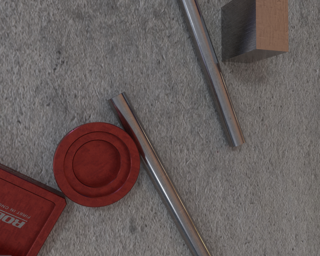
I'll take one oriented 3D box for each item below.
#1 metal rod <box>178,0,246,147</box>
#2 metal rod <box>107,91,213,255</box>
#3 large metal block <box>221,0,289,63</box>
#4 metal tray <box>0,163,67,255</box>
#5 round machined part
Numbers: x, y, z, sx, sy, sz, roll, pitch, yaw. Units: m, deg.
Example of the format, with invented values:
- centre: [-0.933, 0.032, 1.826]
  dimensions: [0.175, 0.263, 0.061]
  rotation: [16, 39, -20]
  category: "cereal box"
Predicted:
- centre: [0.060, -0.115, 0.432]
  dimensions: [0.025, 0.025, 0.298]
  rotation: [-23, 98, -19]
  category: "metal rod"
- centre: [0.013, 0.090, 0.415]
  dimensions: [0.025, 0.025, 0.299]
  rotation: [-31, 100, -18]
  category: "metal rod"
- centre: [0.128, -0.138, 0.429]
  dimensions: [0.050, 0.080, 0.079]
  rotation: [-1, 91, -20]
  category: "large metal block"
- centre: [-0.183, 0.089, 0.338]
  dimensions: [0.130, 0.030, 0.090]
  rotation: [32, 80, -18]
  category: "metal tray"
- centre: [-0.077, 0.042, 0.372]
  dimensions: [0.099, 0.042, 0.097]
  rotation: [0, 90, -21]
  category: "round machined part"
